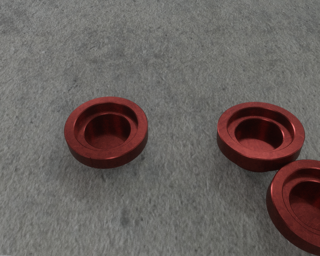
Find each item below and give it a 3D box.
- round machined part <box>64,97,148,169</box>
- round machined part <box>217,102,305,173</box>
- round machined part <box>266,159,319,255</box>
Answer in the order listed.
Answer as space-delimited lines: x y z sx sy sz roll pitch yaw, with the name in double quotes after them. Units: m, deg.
-0.064 0.010 0.383 0.099 0.042 0.098 0 50 0 "round machined part"
0.119 0.015 0.376 0.099 0.042 0.098 -3 43 3 "round machined part"
0.160 0.085 0.323 0.099 0.042 0.098 1 50 0 "round machined part"
